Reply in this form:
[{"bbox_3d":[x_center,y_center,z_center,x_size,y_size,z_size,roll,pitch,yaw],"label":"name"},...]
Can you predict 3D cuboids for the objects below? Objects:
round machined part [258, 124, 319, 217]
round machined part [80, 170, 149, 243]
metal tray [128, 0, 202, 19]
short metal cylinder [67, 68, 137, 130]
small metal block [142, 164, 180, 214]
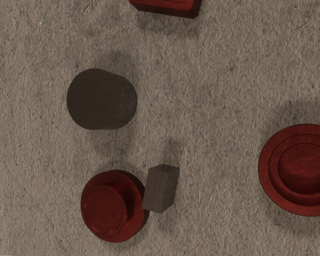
[{"bbox_3d":[0.161,0.044,0.343,0.098,0.042,0.097,0,90,19],"label":"round machined part"},{"bbox_3d":[-0.067,0.108,0.422,0.098,0.042,0.097,0,90,19],"label":"round machined part"},{"bbox_3d":[0.018,-0.215,0.399,0.090,0.030,0.129,16,95,19],"label":"metal tray"},{"bbox_3d":[-0.078,-0.037,0.422,0.080,0.050,0.079,0,90,19],"label":"short metal cylinder"},{"bbox_3d":[0.002,0.075,0.394,0.025,0.050,0.050,11,94,19],"label":"small metal block"}]
